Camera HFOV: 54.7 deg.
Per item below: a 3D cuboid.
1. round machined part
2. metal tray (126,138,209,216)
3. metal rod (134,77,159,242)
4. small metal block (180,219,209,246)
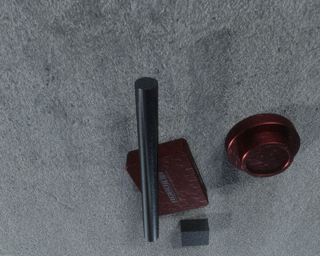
[{"bbox_3d":[0.142,0.031,0.424,0.099,0.042,0.097,-1,130,0],"label":"round machined part"},{"bbox_3d":[0.014,0.080,0.472,0.090,0.030,0.130,-15,129,12],"label":"metal tray"},{"bbox_3d":[-0.014,0.066,0.423,0.025,0.025,0.298,0,130,0],"label":"metal rod"},{"bbox_3d":[0.064,0.194,0.574,0.050,0.025,0.050,-4,130,2],"label":"small metal block"}]
